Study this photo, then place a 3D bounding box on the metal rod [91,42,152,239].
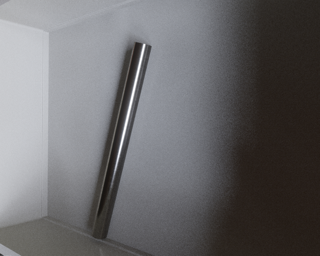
[{"bbox_3d":[-0.059,0.026,0.457,0.025,0.025,0.298,23,105,37],"label":"metal rod"}]
